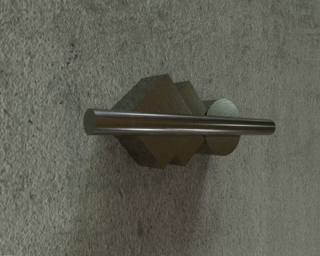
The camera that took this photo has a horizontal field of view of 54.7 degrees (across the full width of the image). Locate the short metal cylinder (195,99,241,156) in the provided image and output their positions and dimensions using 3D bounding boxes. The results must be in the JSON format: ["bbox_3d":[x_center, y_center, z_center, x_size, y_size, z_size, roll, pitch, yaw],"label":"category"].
[{"bbox_3d":[0.073,-0.001,0.450,0.081,0.050,0.080,0,90,-40],"label":"short metal cylinder"}]

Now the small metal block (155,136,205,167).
[{"bbox_3d":[0.023,0.022,0.410,0.050,0.050,0.025,-50,120,-28],"label":"small metal block"}]

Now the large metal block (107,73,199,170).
[{"bbox_3d":[-0.009,-0.008,0.380,0.080,0.050,0.080,-50,119,-28],"label":"large metal block"}]

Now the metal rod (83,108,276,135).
[{"bbox_3d":[0.051,-0.003,0.381,0.302,0.025,0.025,1,90,-40],"label":"metal rod"}]

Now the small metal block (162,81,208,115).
[{"bbox_3d":[0.027,-0.033,0.413,0.025,0.050,0.050,-50,120,-28],"label":"small metal block"}]
